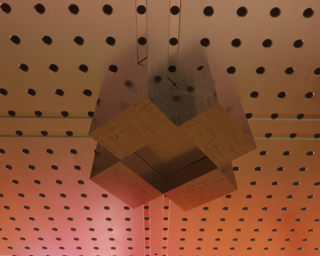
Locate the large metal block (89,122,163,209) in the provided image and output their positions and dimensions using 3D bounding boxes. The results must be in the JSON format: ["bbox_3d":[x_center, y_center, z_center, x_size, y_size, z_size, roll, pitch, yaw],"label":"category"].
[{"bbox_3d":[-0.041,0.047,0.415,0.050,0.080,0.080,-32,124,24],"label":"large metal block"}]

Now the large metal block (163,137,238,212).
[{"bbox_3d":[0.051,0.055,0.424,0.080,0.080,0.050,-30,124,23],"label":"large metal block"}]

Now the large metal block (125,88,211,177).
[{"bbox_3d":[0.012,0.007,0.400,0.080,0.050,0.080,-30,123,25],"label":"large metal block"}]

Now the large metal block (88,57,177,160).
[{"bbox_3d":[-0.029,-0.023,0.356,0.080,0.080,0.050,-31,124,24],"label":"large metal block"}]

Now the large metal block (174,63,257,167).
[{"bbox_3d":[0.063,-0.015,0.363,0.050,0.080,0.080,-32,124,23],"label":"large metal block"}]
